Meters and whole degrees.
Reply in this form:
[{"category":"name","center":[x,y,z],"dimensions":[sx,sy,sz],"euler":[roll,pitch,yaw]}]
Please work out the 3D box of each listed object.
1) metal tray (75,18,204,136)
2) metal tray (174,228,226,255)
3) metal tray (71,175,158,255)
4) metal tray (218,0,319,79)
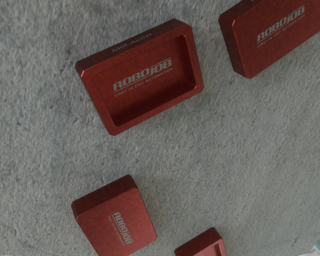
[{"category":"metal tray","center":[-0.018,-0.058,0.358],"dimensions":[0.131,0.030,0.090],"euler":[-28,128,-11]},{"category":"metal tray","center":[0.086,0.265,0.617],"dimensions":[0.091,0.030,0.129],"euler":[-27,128,-12]},{"category":"metal tray","center":[-0.062,0.140,0.457],"dimensions":[0.091,0.030,0.129],"euler":[-26,128,-13]},{"category":"metal tray","center":[0.147,-0.136,0.402],"dimensions":[0.130,0.030,0.090],"euler":[-35,129,-6]}]
